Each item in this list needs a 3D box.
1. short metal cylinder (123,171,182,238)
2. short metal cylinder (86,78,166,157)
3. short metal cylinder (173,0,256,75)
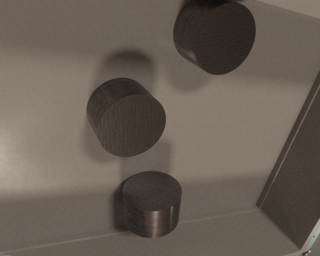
[{"bbox_3d":[-0.012,0.105,0.433,0.081,0.080,0.050,-11,123,-23],"label":"short metal cylinder"},{"bbox_3d":[-0.040,-0.013,0.364,0.081,0.050,0.079,-14,125,-21],"label":"short metal cylinder"},{"bbox_3d":[0.063,-0.108,0.361,0.081,0.050,0.079,-14,125,-21],"label":"short metal cylinder"}]
